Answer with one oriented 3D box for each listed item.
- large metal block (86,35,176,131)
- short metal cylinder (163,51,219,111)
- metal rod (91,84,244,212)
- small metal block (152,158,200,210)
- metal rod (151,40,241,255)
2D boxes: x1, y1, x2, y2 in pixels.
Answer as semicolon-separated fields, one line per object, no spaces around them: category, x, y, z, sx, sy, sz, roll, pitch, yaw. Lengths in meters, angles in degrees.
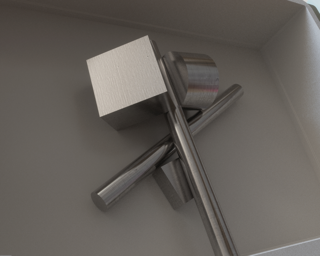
large metal block;-0.035;-0.053;0.378;0.080;0.050;0.080;-20;67;7
short metal cylinder;0.035;-0.063;0.427;0.050;0.080;0.080;-4;64;-32
metal rod;0.032;0.008;0.417;0.025;0.025;0.302;49;51;6
small metal block;0.028;0.064;0.381;0.050;0.025;0.050;-24;75;-37
metal rod;0.029;0.014;0.379;0.025;0.025;0.299;-5;63;-31
